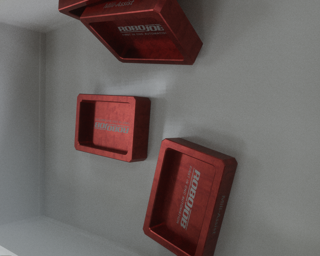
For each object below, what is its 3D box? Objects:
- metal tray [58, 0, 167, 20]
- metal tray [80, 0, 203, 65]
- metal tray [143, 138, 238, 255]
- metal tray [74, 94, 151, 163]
[{"bbox_3d":[-0.056,-0.165,0.403,0.130,0.091,0.030,1,87,37],"label":"metal tray"},{"bbox_3d":[-0.024,-0.118,0.379,0.130,0.090,0.030,11,69,39],"label":"metal tray"},{"bbox_3d":[0.033,0.085,0.374,0.090,0.030,0.129,20,102,38],"label":"metal tray"},{"bbox_3d":[-0.075,-0.004,0.462,0.130,0.030,0.089,7,95,39],"label":"metal tray"}]
